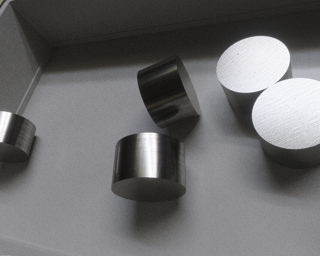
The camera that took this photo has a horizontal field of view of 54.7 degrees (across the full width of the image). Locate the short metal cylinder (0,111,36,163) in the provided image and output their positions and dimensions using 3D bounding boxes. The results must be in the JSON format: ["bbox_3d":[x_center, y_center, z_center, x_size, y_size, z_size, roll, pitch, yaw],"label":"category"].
[{"bbox_3d":[-0.242,0.016,0.485,0.080,0.080,0.050,-11,57,22],"label":"short metal cylinder"}]

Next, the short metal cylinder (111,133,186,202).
[{"bbox_3d":[-0.012,0.047,0.347,0.080,0.080,0.050,-12,57,21],"label":"short metal cylinder"}]

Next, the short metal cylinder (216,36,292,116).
[{"bbox_3d":[0.113,-0.061,0.367,0.080,0.050,0.080,-13,56,20],"label":"short metal cylinder"}]

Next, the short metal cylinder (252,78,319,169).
[{"bbox_3d":[0.140,-0.004,0.318,0.080,0.050,0.080,-13,56,20],"label":"short metal cylinder"}]

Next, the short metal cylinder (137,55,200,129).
[{"bbox_3d":[0.013,-0.045,0.390,0.050,0.080,0.080,-21,54,16],"label":"short metal cylinder"}]
